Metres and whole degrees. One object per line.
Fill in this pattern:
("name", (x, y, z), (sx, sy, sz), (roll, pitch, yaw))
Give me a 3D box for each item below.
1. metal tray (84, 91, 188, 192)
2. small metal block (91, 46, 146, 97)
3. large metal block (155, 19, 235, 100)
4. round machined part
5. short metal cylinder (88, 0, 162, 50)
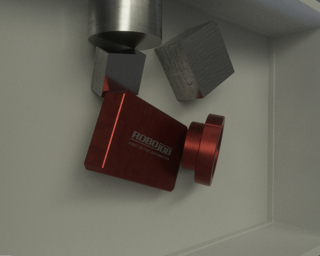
("metal tray", (-0.021, 0.021, 0.371), (0.130, 0.030, 0.090), (28, 72, -49))
("small metal block", (-0.048, -0.064, 0.355), (0.050, 0.025, 0.050), (-9, 123, -40))
("large metal block", (0.051, -0.094, 0.435), (0.080, 0.050, 0.080), (-39, 114, -33))
("round machined part", (0.059, 0.027, 0.427), (0.098, 0.042, 0.097), (11, 91, -76))
("short metal cylinder", (-0.038, -0.119, 0.340), (0.081, 0.080, 0.050), (0, 90, -40))
